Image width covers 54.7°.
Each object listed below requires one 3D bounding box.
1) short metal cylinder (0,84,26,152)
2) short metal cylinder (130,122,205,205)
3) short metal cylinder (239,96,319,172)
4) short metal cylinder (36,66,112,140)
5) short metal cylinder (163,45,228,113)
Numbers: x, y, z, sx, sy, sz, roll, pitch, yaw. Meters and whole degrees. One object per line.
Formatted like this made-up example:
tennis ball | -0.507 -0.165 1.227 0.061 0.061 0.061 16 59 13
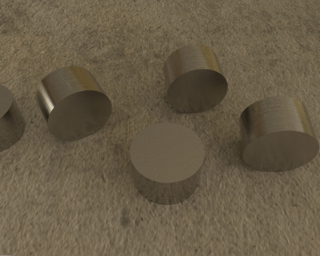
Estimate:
short metal cylinder | -0.221 -0.012 0.394 0.081 0.050 0.080 0 50 0
short metal cylinder | 0.008 0.040 0.354 0.081 0.050 0.080 0 50 0
short metal cylinder | 0.136 0.009 0.362 0.080 0.080 0.050 3 50 2
short metal cylinder | -0.108 -0.030 0.392 0.081 0.080 0.050 -24 54 -19
short metal cylinder | 0.047 -0.065 0.423 0.081 0.080 0.050 -5 50 -4
